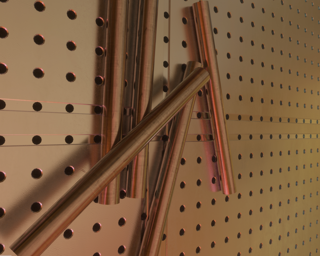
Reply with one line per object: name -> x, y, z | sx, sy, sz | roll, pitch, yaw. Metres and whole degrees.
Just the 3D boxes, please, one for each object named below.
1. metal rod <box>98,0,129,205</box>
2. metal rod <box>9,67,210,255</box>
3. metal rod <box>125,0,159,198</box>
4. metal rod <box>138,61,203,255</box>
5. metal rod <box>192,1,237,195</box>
metal rod -> -0.053, -0.062, 0.365 | 0.025, 0.025, 0.298 | 4, 88, -40
metal rod -> -0.033, 0.020, 0.348 | 0.301, 0.025, 0.025 | -46, 118, -30
metal rod -> -0.021, -0.063, 0.393 | 0.025, 0.025, 0.298 | 6, 86, -40
metal rod -> 0.015, 0.049, 0.423 | 0.025, 0.025, 0.299 | 24, 75, -38
metal rod -> 0.086, -0.041, 0.483 | 0.025, 0.025, 0.298 | -18, 101, -39
